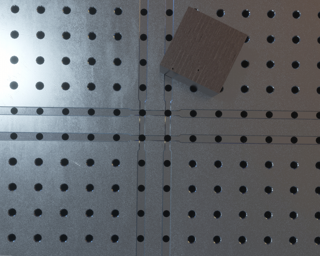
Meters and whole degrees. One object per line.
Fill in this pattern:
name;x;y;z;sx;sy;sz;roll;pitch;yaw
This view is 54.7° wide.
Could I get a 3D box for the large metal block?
large metal block;0.053;-0.095;0.402;0.080;0.050;0.080;26;90;-1
